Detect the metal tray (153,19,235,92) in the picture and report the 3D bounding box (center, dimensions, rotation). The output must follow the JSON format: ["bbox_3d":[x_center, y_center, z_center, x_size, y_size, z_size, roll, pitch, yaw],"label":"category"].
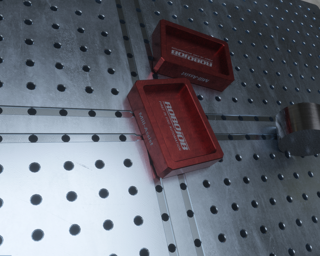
[{"bbox_3d":[0.054,-0.117,0.505,0.131,0.030,0.090,12,57,-22],"label":"metal tray"}]

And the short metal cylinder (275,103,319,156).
[{"bbox_3d":[0.229,0.004,0.494,0.080,0.080,0.050,19,54,-17],"label":"short metal cylinder"}]

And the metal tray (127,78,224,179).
[{"bbox_3d":[0.020,-0.005,0.418,0.091,0.030,0.130,-9,66,-32],"label":"metal tray"}]
